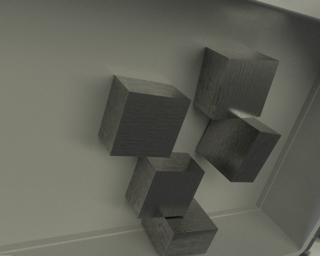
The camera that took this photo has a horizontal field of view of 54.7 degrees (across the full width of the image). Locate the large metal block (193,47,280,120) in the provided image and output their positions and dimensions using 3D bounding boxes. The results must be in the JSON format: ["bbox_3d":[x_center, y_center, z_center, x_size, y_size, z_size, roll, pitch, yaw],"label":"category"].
[{"bbox_3d":[0.099,-0.060,0.412,0.081,0.050,0.079,-4,120,-27],"label":"large metal block"}]

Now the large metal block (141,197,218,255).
[{"bbox_3d":[0.029,0.151,0.484,0.081,0.080,0.050,7,115,-32],"label":"large metal block"}]

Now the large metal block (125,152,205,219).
[{"bbox_3d":[0.006,0.081,0.448,0.081,0.050,0.079,6,115,-32],"label":"large metal block"}]

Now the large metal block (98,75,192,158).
[{"bbox_3d":[-0.020,-0.012,0.375,0.081,0.050,0.079,5,116,-31],"label":"large metal block"}]

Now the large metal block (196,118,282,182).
[{"bbox_3d":[0.110,0.022,0.447,0.050,0.080,0.079,9,114,-38],"label":"large metal block"}]
